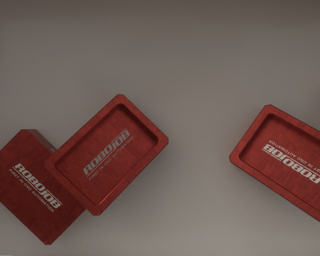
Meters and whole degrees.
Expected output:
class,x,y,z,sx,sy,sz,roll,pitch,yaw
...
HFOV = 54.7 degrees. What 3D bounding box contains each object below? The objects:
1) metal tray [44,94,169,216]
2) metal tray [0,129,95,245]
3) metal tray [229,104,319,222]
class,x,y,z,sx,sy,sz,roll,pitch,yaw
metal tray,-0.065,0.032,0.391,0.090,0.030,0.130,44,74,0
metal tray,-0.158,0.075,0.408,0.130,0.030,0.090,44,90,0
metal tray,0.165,0.041,0.384,0.130,0.030,0.090,35,90,24
